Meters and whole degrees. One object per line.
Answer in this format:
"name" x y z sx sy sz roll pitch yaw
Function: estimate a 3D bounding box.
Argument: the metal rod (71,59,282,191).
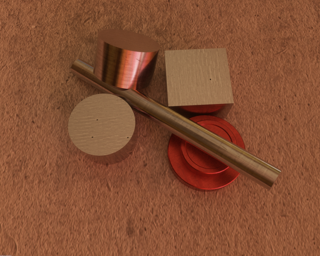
"metal rod" 0.001 -0.016 0.379 0.300 0.025 0.025 31 72 24

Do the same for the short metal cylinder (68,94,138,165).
"short metal cylinder" -0.070 0.003 0.395 0.081 0.050 0.080 0 70 0

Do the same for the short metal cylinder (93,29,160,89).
"short metal cylinder" -0.044 -0.092 0.409 0.081 0.050 0.080 12 31 -7

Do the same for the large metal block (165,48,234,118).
"large metal block" 0.048 -0.057 0.415 0.081 0.050 0.080 -3 70 -1

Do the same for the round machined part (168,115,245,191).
"round machined part" 0.059 0.028 0.390 0.099 0.042 0.098 0 70 0
